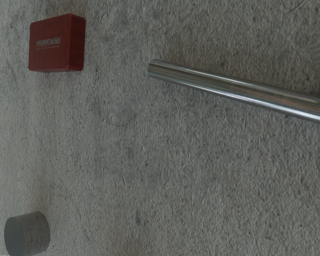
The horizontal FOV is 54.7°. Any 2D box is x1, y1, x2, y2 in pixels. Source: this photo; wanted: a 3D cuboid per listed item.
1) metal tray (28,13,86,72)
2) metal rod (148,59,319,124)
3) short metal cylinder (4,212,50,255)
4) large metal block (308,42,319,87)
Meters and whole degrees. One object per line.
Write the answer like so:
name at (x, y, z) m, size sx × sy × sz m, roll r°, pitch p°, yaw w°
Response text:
metal tray at (-0.187, -0.147, 0.552) m, size 0.130 × 0.030 × 0.089 m, roll 6°, pitch 94°, yaw 39°
metal rod at (0.103, -0.034, 0.318) m, size 0.300 × 0.025 × 0.025 m, roll 22°, pitch 104°, yaw 37°
short metal cylinder at (-0.256, 0.206, 0.596) m, size 0.080 × 0.050 × 0.079 m, roll 0°, pitch 90°, yaw 39°
large metal block at (0.166, -0.031, 0.228) m, size 0.080 × 0.050 × 0.080 m, roll -17°, pitch 62°, yaw 26°
